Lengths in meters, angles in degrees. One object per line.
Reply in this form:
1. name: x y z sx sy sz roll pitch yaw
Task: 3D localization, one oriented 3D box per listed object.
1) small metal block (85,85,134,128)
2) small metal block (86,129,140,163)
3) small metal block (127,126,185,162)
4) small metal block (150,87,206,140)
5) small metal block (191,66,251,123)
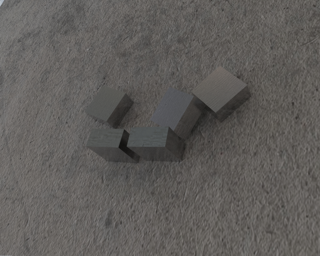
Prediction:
1. small metal block: -0.076 -0.031 0.463 0.050 0.025 0.050 22 73 36
2. small metal block: -0.058 0.024 0.404 0.050 0.050 0.025 0 62 28
3. small metal block: -0.004 0.021 0.376 0.050 0.050 0.025 -2 64 27
4. small metal block: 0.022 -0.019 0.392 0.050 0.025 0.050 30 89 50
5. small metal block: 0.076 -0.043 0.390 0.050 0.025 0.050 -41 51 -1
